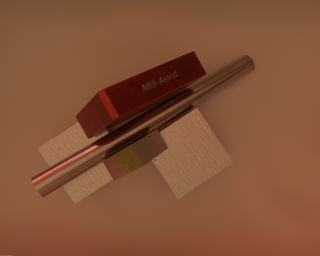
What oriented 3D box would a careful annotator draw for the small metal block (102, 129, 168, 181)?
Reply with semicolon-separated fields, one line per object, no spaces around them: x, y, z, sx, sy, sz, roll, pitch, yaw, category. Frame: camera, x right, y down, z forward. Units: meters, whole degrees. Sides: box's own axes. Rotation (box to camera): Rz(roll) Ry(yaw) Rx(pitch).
-0.027;0.030;0.349;0.050;0.050;0.025;-30;90;36;small metal block

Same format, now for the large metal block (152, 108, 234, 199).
0.033;0.031;0.398;0.080;0.050;0.080;-34;90;0;large metal block

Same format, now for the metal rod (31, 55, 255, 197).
-0.007;-0.011;0.373;0.302;0.025;0.025;-31;90;-16;metal rod

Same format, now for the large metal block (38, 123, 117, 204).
-0.090;0.036;0.394;0.080;0.050;0.080;-34;90;0;large metal block

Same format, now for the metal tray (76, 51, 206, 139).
-0.021;-0.037;0.350;0.131;0.090;0.030;-30;92;-32;metal tray
